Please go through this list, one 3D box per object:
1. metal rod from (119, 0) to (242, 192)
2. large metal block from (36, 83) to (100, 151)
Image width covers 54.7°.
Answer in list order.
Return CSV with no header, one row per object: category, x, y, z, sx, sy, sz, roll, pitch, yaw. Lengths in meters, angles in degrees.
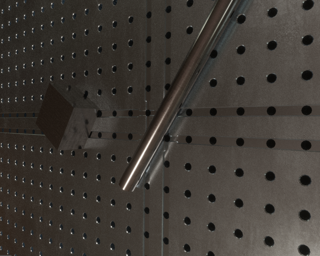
metal rod,0.019,-0.038,0.391,0.025,0.025,0.298,43,115,31
large metal block,-0.156,-0.019,0.519,0.080,0.050,0.079,40,114,32
